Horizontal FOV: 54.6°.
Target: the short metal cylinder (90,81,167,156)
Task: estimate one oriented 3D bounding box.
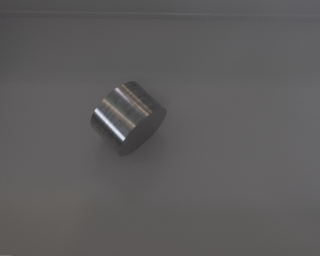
[{"bbox_3d":[-0.038,-0.011,0.384,0.080,0.080,0.050,-42,76,-14],"label":"short metal cylinder"}]
